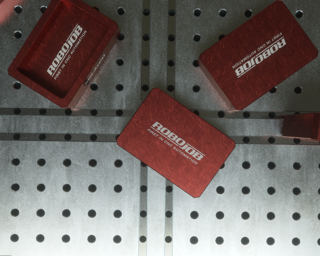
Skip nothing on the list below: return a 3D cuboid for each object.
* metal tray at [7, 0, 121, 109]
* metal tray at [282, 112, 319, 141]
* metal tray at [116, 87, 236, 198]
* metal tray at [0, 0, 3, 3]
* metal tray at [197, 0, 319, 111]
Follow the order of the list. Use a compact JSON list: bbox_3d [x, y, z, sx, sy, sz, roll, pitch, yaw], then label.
[{"bbox_3d":[-0.124,-0.101,0.409,0.090,0.030,0.130,32,90,0],"label":"metal tray"},{"bbox_3d":[0.233,0.005,0.382,0.131,0.090,0.030,7,90,0],"label":"metal tray"},{"bbox_3d":[0.021,0.019,0.411,0.130,0.030,0.090,35,90,0],"label":"metal tray"},{"bbox_3d":[-0.256,-0.225,0.409,0.130,0.030,0.090,43,90,0],"label":"metal tray"},{"bbox_3d":[0.127,-0.094,0.412,0.130,0.030,0.090,-35,90,0],"label":"metal tray"}]
